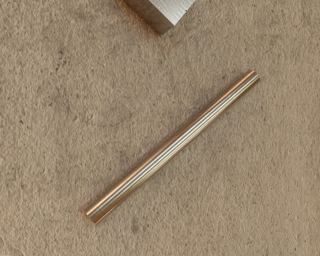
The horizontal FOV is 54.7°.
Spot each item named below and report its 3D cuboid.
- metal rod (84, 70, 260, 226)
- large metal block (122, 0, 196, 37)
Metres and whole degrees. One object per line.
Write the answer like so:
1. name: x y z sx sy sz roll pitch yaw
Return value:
1. metal rod: 0.027 0.017 0.418 0.301 0.025 0.025 -40 103 -16
2. large metal block: 0.003 -0.180 0.397 0.080 0.050 0.080 41 77 -16
